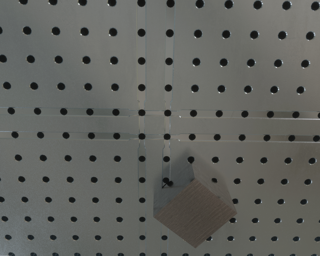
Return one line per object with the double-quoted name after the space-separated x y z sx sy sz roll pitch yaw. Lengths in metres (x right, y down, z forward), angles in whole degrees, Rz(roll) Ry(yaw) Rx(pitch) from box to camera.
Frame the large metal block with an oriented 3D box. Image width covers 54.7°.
0.048 0.109 0.441 0.080 0.050 0.080 41 105 -14 "large metal block"
